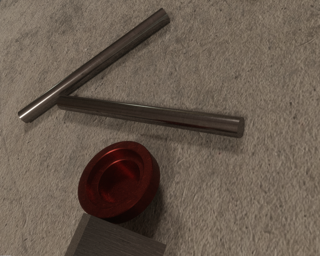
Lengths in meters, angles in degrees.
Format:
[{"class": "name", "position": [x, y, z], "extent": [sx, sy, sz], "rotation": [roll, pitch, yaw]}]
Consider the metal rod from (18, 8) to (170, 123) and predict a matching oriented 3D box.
[{"class": "metal rod", "position": [-0.113, -0.103, 0.524], "extent": [0.300, 0.025, 0.025], "rotation": [-35, 52, 5]}]

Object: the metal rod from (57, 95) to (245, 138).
[{"class": "metal rod", "position": [-0.034, -0.021, 0.432], "extent": [0.300, 0.025, 0.025], "rotation": [9, 67, 31]}]

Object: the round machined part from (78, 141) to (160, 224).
[{"class": "round machined part", "position": [-0.044, 0.067, 0.369], "extent": [0.098, 0.042, 0.098], "rotation": [-15, 49, 18]}]

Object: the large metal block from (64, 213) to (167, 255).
[{"class": "large metal block", "position": [-0.051, 0.137, 0.302], "extent": [0.050, 0.080, 0.080], "rotation": [-31, 35, 65]}]
